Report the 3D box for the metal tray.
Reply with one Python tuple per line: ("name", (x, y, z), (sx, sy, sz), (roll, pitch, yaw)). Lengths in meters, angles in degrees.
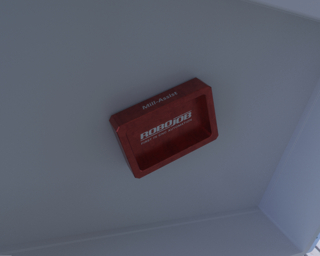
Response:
("metal tray", (0.010, 0.000, 0.406), (0.131, 0.030, 0.090), (-26, 128, -13))
